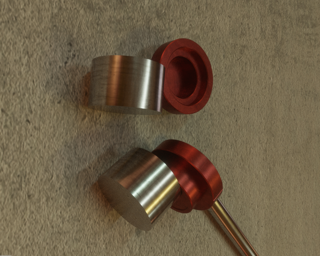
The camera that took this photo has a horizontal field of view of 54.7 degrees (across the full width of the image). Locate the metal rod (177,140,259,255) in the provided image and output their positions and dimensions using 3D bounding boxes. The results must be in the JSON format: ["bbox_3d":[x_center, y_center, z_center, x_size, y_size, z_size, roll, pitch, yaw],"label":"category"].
[{"bbox_3d":[0.094,0.134,0.486,0.025,0.025,0.299,-51,120,-28],"label":"metal rod"}]

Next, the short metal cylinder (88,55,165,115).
[{"bbox_3d":[-0.036,-0.044,0.340,0.081,0.080,0.050,7,86,-40],"label":"short metal cylinder"}]

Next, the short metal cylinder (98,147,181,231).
[{"bbox_3d":[-0.024,0.069,0.351,0.050,0.080,0.080,-42,116,-32],"label":"short metal cylinder"}]

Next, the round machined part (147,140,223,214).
[{"bbox_3d":[0.023,0.065,0.379,0.042,0.098,0.098,-42,116,-33],"label":"round machined part"}]

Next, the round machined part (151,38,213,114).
[{"bbox_3d":[0.023,-0.067,0.415,0.099,0.042,0.097,0,90,-40],"label":"round machined part"}]
